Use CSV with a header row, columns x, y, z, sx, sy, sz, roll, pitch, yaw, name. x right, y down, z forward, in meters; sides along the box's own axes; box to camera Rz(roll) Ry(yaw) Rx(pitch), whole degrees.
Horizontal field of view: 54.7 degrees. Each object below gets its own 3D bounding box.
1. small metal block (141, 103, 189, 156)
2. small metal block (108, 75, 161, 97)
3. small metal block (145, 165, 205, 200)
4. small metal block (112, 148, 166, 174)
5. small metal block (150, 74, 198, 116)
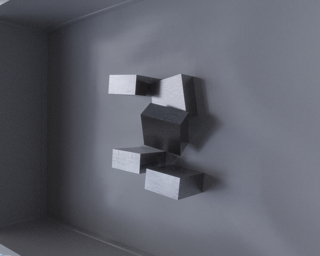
x,y,z,sx,sy,sz,roll,pitch,yaw,name
0.007,0.002,0.378,0.050,0.025,0.050,16,135,21,small metal block
-0.033,-0.056,0.418,0.050,0.050,0.025,8,95,40,small metal block
0.018,0.064,0.376,0.050,0.050,0.025,9,96,39,small metal block
-0.028,0.042,0.414,0.050,0.050,0.025,6,94,40,small metal block
0.017,-0.037,0.393,0.050,0.025,0.050,-11,83,39,small metal block
